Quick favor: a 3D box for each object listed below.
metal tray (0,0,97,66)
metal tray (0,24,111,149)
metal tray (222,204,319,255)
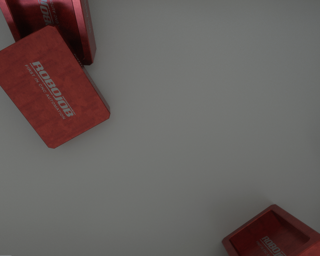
[{"bbox_3d":[-0.130,-0.132,0.360,0.091,0.129,0.030,2,54,-1],"label":"metal tray"},{"bbox_3d":[-0.132,-0.049,0.383,0.090,0.030,0.130,-29,113,1],"label":"metal tray"},{"bbox_3d":[0.129,0.141,0.361,0.090,0.130,0.030,-35,90,0],"label":"metal tray"}]
